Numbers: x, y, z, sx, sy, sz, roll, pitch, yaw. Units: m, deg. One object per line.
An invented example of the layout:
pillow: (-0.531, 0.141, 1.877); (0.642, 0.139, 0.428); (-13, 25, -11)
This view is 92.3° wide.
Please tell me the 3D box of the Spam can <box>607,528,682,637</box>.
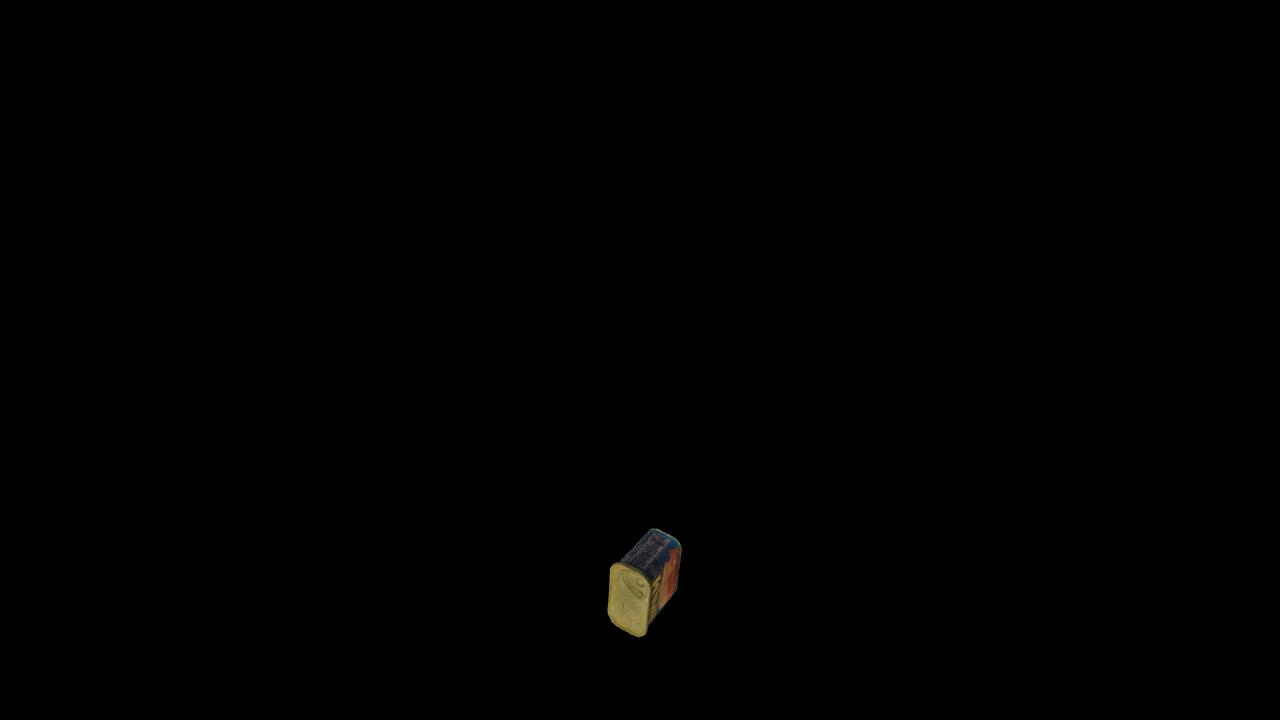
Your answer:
Spam can: (0.007, 0.276, 0.772); (0.058, 0.101, 0.085); (18, 28, 27)
